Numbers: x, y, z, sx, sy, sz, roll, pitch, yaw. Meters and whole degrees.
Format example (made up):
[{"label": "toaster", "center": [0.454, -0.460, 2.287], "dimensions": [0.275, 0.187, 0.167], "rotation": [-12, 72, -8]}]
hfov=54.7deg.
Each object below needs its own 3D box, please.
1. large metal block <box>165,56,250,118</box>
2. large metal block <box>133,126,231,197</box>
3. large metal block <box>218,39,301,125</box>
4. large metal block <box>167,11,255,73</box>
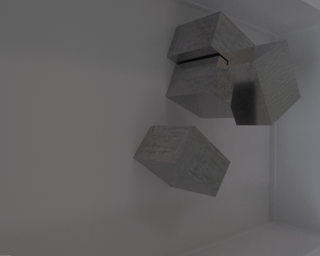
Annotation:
[{"label": "large metal block", "center": [0.069, -0.052, 0.428], "dimensions": [0.080, 0.080, 0.050], "rotation": [27, 74, -37]}, {"label": "large metal block", "center": [0.028, 0.040, 0.394], "dimensions": [0.080, 0.080, 0.050], "rotation": [42, 64, -32]}, {"label": "large metal block", "center": [0.129, -0.057, 0.394], "dimensions": [0.081, 0.050, 0.080], "rotation": [-34, 112, -35]}, {"label": "large metal block", "center": [0.071, -0.107, 0.430], "dimensions": [0.080, 0.080, 0.050], "rotation": [28, 73, -37]}]
